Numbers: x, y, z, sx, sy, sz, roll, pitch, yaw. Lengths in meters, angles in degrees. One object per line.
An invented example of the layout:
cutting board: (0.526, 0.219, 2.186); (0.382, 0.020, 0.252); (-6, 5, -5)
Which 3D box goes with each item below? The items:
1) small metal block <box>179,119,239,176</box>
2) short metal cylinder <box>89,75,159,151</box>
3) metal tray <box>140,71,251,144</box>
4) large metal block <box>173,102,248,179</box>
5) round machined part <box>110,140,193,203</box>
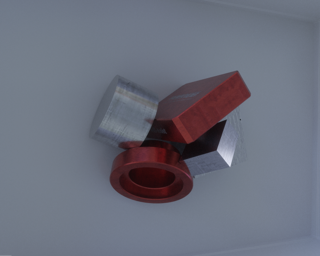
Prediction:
small metal block: (0.055, 0.022, 0.345); (0.025, 0.050, 0.050); (50, 43, -21)
short metal cylinder: (-0.043, -0.016, 0.364); (0.050, 0.080, 0.080); (24, 82, -19)
metal tray: (0.032, -0.023, 0.366); (0.090, 0.130, 0.030); (-37, 103, -17)
large metal block: (0.063, 0.012, 0.412); (0.081, 0.050, 0.079); (-15, 100, -20)
round machined part: (-0.009, 0.051, 0.378); (0.099, 0.097, 0.042); (22, 47, -19)
